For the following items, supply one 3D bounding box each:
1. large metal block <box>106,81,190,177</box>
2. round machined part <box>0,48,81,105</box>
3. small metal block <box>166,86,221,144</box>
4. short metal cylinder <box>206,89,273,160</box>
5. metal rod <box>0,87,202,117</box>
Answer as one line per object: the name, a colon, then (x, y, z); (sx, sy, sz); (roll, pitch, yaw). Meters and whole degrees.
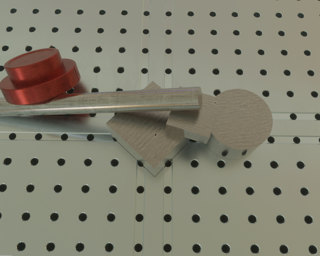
large metal block: (-0.008, 0.001, 0.395); (0.080, 0.050, 0.080); (42, 75, 13)
round machined part: (-0.157, -0.072, 0.398); (0.099, 0.042, 0.098); (-9, 31, 6)
small metal block: (0.039, -0.015, 0.362); (0.050, 0.025, 0.050); (18, 71, 6)
short metal cylinder: (0.097, -0.004, 0.401); (0.081, 0.050, 0.080); (0, 70, 0)
metal rod: (-0.101, -0.029, 0.375); (0.301, 0.025, 0.025); (-1, 69, 17)
